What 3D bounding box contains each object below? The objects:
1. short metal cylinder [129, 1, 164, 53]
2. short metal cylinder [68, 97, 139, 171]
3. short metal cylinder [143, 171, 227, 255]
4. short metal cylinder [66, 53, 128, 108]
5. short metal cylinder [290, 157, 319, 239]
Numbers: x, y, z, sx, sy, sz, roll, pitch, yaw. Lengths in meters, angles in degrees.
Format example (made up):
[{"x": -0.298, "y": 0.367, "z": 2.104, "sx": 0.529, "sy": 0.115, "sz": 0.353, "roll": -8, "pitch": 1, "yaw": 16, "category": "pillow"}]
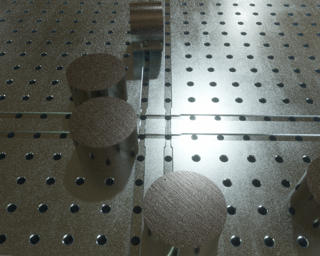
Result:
[{"x": -0.022, "y": -0.166, "z": 0.511, "sx": 0.050, "sy": 0.080, "sz": 0.080, "roll": -3, "pitch": 50, "yaw": -3, "category": "short metal cylinder"}, {"x": -0.067, "y": 0.007, "z": 0.385, "sx": 0.081, "sy": 0.050, "sz": 0.080, "roll": 0, "pitch": 50, "yaw": 0, "category": "short metal cylinder"}, {"x": 0.024, "y": 0.091, "z": 0.315, "sx": 0.081, "sy": 0.050, "sz": 0.080, "roll": 0, "pitch": 50, "yaw": 0, "category": "short metal cylinder"}, {"x": -0.088, "y": -0.062, "z": 0.443, "sx": 0.081, "sy": 0.050, "sz": 0.080, "roll": 0, "pitch": 50, "yaw": 0, "category": "short metal cylinder"}, {"x": 0.189, "y": 0.075, "z": 0.331, "sx": 0.081, "sy": 0.050, "sz": 0.080, "roll": 0, "pitch": 50, "yaw": 0, "category": "short metal cylinder"}]
